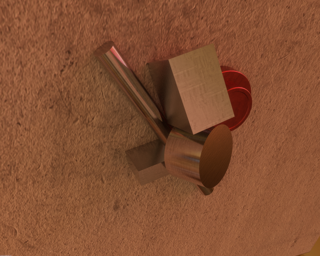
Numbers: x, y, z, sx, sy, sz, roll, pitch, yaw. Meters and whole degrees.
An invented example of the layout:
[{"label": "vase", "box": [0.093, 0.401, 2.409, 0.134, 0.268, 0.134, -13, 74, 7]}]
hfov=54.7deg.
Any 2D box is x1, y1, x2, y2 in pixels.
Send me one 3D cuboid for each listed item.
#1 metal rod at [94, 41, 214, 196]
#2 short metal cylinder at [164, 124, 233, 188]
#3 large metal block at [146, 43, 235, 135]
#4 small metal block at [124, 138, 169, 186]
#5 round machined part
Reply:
[{"label": "metal rod", "box": [0.010, 0.009, 0.421, 0.025, 0.025, 0.300, -39, 130, -3]}, {"label": "short metal cylinder", "box": [0.050, 0.030, 0.392, 0.081, 0.050, 0.079, -19, 115, -48]}, {"label": "large metal block", "box": [0.032, -0.045, 0.350, 0.050, 0.080, 0.080, -23, 105, -13]}, {"label": "small metal block", "box": [-0.013, 0.044, 0.414, 0.050, 0.050, 0.025, -20, 126, -18]}, {"label": "round machined part", "box": [0.086, -0.032, 0.426, 0.099, 0.042, 0.097, -14, 125, -21]}]
